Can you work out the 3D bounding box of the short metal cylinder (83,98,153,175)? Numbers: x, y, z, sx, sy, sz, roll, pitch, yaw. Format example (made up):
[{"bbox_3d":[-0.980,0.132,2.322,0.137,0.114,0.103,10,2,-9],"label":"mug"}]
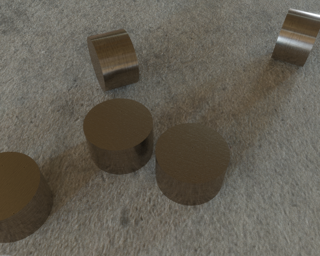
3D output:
[{"bbox_3d":[-0.049,0.010,0.378,0.081,0.050,0.080,0,50,0],"label":"short metal cylinder"}]

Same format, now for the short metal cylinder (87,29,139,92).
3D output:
[{"bbox_3d":[-0.068,-0.098,0.449,0.050,0.080,0.080,-19,53,-15],"label":"short metal cylinder"}]

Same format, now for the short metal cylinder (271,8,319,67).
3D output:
[{"bbox_3d":[0.216,-0.143,0.490,0.050,0.080,0.080,21,53,16],"label":"short metal cylinder"}]

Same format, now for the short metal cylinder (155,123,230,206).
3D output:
[{"bbox_3d":[0.035,0.041,0.353,0.081,0.050,0.080,0,50,0],"label":"short metal cylinder"}]

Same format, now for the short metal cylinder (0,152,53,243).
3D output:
[{"bbox_3d":[-0.160,0.072,0.325,0.081,0.050,0.080,0,50,0],"label":"short metal cylinder"}]
